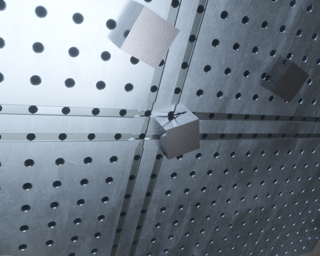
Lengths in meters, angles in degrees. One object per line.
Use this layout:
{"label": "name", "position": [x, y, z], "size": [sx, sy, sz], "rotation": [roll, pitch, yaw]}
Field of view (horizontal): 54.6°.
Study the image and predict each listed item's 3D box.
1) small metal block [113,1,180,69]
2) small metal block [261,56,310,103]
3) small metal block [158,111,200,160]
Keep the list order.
{"label": "small metal block", "position": [-0.015, -0.101, 0.340], "size": [0.050, 0.025, 0.050], "rotation": [23, 106, -37]}
{"label": "small metal block", "position": [0.189, -0.072, 0.469], "size": [0.050, 0.025, 0.050], "rotation": [21, 107, -36]}
{"label": "small metal block", "position": [0.027, 0.010, 0.431], "size": [0.050, 0.025, 0.050], "rotation": [-18, 126, -18]}
